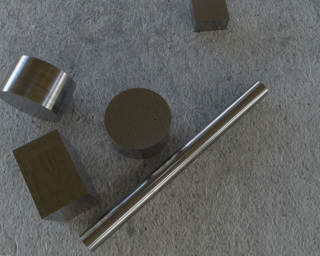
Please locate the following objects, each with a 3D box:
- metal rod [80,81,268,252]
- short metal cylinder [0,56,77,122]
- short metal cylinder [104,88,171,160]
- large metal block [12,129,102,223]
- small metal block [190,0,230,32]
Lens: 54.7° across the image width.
[{"bbox_3d":[0.027,0.040,0.393,0.301,0.025,0.025,-40,75,-14],"label":"metal rod"},{"bbox_3d":[-0.155,-0.048,0.395,0.080,0.080,0.050,18,71,6],"label":"short metal cylinder"},{"bbox_3d":[-0.027,-0.004,0.396,0.081,0.050,0.080,0,70,0],"label":"short metal cylinder"},{"bbox_3d":[-0.114,0.058,0.357,0.050,0.080,0.080,-28,73,-10],"label":"large metal block"},{"bbox_3d":[0.075,-0.177,0.473,0.050,0.025,0.050,-6,70,-2],"label":"small metal block"}]
